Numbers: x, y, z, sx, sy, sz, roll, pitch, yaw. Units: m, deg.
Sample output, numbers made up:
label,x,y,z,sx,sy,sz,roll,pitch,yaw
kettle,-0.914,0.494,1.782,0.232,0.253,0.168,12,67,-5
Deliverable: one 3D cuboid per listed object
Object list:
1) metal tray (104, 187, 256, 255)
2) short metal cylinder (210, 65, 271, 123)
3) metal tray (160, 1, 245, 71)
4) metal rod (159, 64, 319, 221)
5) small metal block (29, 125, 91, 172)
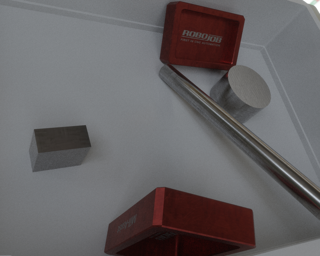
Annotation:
label,x,y,z,sx,sy,sz,roll,pitch,yaw
metal tray,0.011,0.098,0.286,0.091,0.129,0.030,18,55,-18
short metal cylinder,0.127,-0.053,0.493,0.081,0.050,0.080,14,56,-21
metal tray,0.069,-0.142,0.493,0.131,0.030,0.089,0,107,-29
metal rod,0.093,0.004,0.381,0.025,0.025,0.300,-15,46,-34
small metal block,-0.105,0.022,0.321,0.050,0.050,0.025,-6,65,-31
